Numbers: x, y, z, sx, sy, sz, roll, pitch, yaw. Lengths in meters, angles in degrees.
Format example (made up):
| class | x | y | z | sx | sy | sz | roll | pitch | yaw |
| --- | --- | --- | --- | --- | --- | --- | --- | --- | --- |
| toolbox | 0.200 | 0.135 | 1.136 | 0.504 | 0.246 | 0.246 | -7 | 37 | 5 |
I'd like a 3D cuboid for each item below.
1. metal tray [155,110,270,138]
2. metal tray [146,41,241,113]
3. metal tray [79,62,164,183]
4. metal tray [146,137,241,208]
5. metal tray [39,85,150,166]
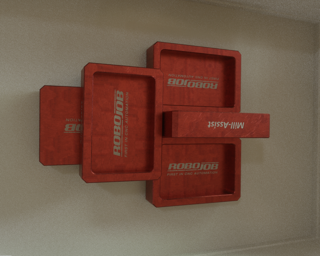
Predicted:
| class | x | y | z | sx | sy | sz | roll | pitch | yaw |
| --- | --- | --- | --- | --- | --- | --- | --- | --- | --- |
| metal tray | 0.061 | -0.004 | 0.397 | 0.131 | 0.090 | 0.030 | 1 | 90 | -20 |
| metal tray | 0.048 | -0.064 | 0.425 | 0.131 | 0.030 | 0.089 | 1 | 90 | -21 |
| metal tray | -0.044 | -0.005 | 0.358 | 0.091 | 0.030 | 0.129 | 1 | 90 | -21 |
| metal tray | 0.048 | 0.056 | 0.425 | 0.131 | 0.030 | 0.089 | 1 | 90 | -21 |
| metal tray | -0.076 | -0.003 | 0.377 | 0.131 | 0.030 | 0.089 | 0 | 90 | -21 |
